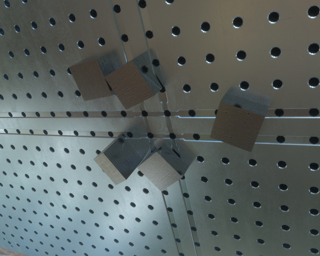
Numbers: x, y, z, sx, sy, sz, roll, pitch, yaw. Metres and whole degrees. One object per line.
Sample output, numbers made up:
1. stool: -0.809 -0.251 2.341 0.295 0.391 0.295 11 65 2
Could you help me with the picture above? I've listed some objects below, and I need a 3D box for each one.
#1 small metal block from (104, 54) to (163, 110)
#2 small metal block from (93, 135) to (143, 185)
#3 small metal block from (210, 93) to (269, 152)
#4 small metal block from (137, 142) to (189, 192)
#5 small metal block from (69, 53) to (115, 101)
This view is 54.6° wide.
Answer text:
1. small metal block: -0.034 -0.058 0.394 0.050 0.025 0.050 -23 106 36
2. small metal block: -0.060 0.047 0.457 0.025 0.050 0.050 -32 100 38
3. small metal block: 0.091 -0.007 0.359 0.050 0.025 0.050 21 126 16
4. small metal block: 0.004 0.056 0.445 0.050 0.025 0.050 45 129 -4
5. small metal block: -0.086 -0.067 0.416 0.050 0.025 0.050 -7 115 31
